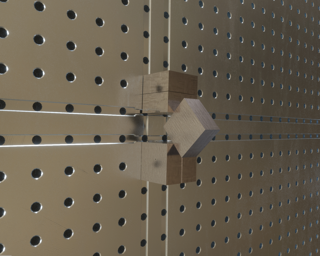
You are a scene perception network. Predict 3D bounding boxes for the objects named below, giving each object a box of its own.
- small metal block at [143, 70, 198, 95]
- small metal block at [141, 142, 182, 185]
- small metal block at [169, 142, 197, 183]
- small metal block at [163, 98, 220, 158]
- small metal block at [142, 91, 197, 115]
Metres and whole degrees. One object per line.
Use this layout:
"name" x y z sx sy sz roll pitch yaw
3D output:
"small metal block" 0.013 -0.056 0.405 0.050 0.050 0.025 3 89 -40
"small metal block" 0.001 0.044 0.396 0.025 0.050 0.050 2 89 -40
"small metal block" 0.021 0.044 0.411 0.025 0.050 0.050 2 89 -40
"small metal block" 0.037 0.000 0.372 0.025 0.050 0.050 1 47 -40
"small metal block" 0.013 -0.031 0.405 0.050 0.050 0.025 3 89 -40
